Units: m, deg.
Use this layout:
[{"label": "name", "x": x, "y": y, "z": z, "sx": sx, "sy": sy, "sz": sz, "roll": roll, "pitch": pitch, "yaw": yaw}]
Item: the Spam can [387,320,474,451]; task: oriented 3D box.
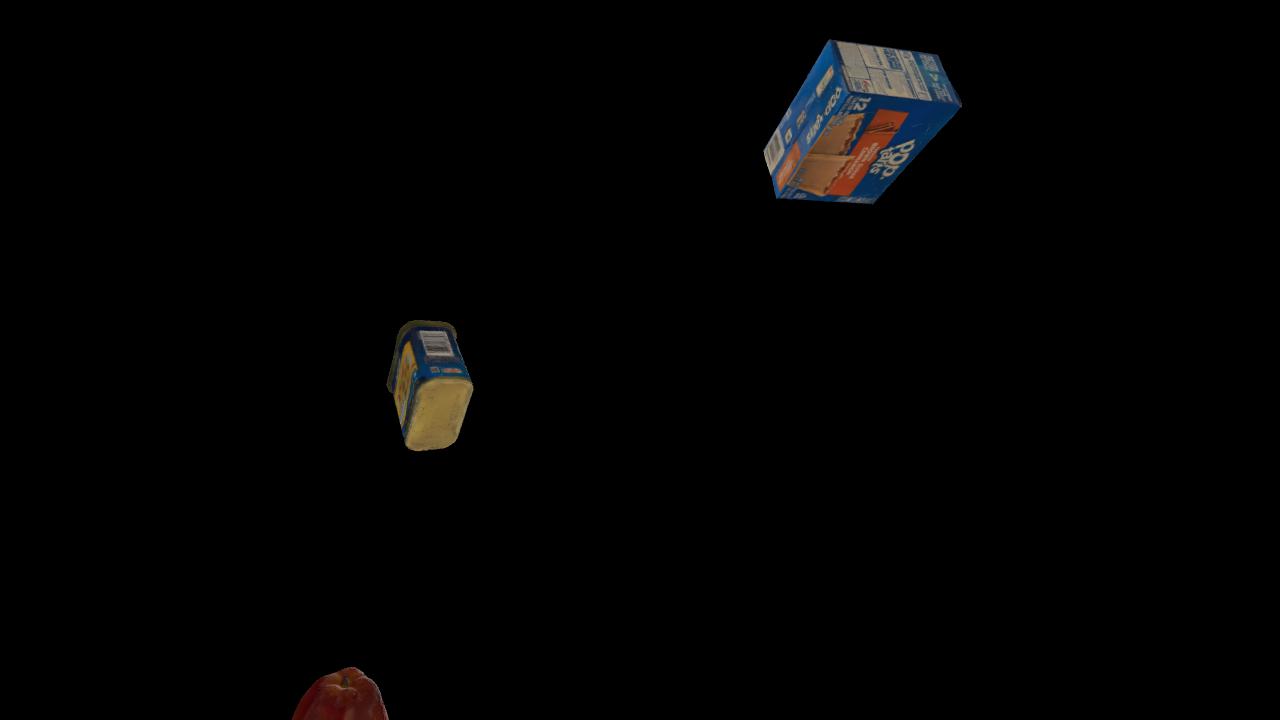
[{"label": "Spam can", "x": -0.208, "y": 0.026, "z": 0.608, "sx": 0.058, "sy": 0.101, "sz": 0.085, "roll": 0, "pitch": 40, "yaw": -34}]

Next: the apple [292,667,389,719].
[{"label": "apple", "x": -0.241, "y": 0.298, "z": 0.489, "sx": 0.079, "sy": 0.093, "sz": 0.079, "roll": 7, "pitch": 6, "yaw": -1}]

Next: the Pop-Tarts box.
[{"label": "Pop-Tarts box", "x": 0.247, "y": -0.266, "z": 0.713, "sx": 0.141, "sy": 0.083, "sz": 0.167, "roll": -1, "pitch": -23, "yaw": -16}]
